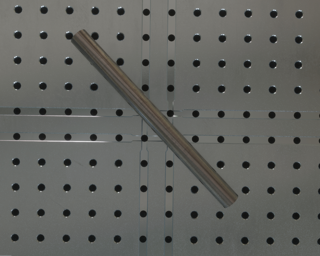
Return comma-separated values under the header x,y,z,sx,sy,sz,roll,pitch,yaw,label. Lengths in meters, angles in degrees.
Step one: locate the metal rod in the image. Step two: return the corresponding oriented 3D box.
x,y,z,sx,sy,sz,roll,pitch,yaw,label
-0.007,-0.012,0.414,0.025,0.025,0.300,-43,90,0,metal rod
